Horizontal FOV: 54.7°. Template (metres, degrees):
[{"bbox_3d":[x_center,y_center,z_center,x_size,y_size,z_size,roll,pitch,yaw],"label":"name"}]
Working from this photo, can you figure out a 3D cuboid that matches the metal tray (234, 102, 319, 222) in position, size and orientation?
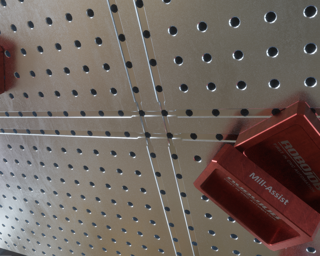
[{"bbox_3d":[0.159,0.045,0.351,0.130,0.030,0.090,49,128,-7],"label":"metal tray"}]

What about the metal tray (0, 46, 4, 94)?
[{"bbox_3d":[-0.315,-0.113,0.500,0.130,0.030,0.089,28,128,10],"label":"metal tray"}]

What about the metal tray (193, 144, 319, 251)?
[{"bbox_3d":[0.109,0.086,0.370,0.130,0.030,0.090,39,152,11],"label":"metal tray"}]
